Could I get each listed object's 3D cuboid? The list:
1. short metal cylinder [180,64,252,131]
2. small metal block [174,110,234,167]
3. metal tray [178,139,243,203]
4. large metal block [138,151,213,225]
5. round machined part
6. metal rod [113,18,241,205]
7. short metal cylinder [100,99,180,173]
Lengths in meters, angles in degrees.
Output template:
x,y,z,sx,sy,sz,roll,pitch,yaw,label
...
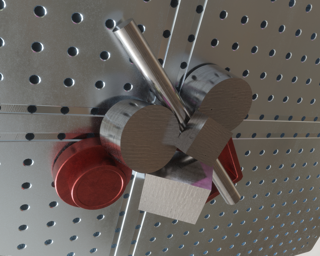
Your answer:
x,y,z,sx,sy,sz,roll,pitch,yaw,label
0.073,-0.037,0.408,0.081,0.050,0.079,-14,124,-21,short metal cylinder
0.053,0.013,0.376,0.050,0.025,0.050,30,94,-38,small metal block
0.072,0.054,0.476,0.090,0.030,0.130,-32,129,-8,metal tray
0.020,0.077,0.415,0.080,0.050,0.079,14,132,1,large metal block
-0.080,0.064,0.390,0.099,0.042,0.097,-14,124,-21,round machined part
0.036,0.000,0.394,0.025,0.025,0.299,-37,120,-4,metal rod
-0.024,0.008,0.368,0.081,0.050,0.079,-10,108,-34,short metal cylinder
